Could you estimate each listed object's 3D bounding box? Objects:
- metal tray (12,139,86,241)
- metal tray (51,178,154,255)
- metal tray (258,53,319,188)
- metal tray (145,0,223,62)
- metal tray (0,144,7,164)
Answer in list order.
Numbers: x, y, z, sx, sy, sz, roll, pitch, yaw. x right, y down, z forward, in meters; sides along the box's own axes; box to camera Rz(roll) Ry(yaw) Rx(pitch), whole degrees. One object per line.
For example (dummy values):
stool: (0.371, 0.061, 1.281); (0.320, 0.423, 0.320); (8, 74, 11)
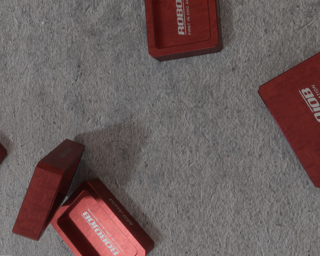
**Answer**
metal tray: (-0.137, 0.072, 0.401); (0.030, 0.130, 0.090); (22, 98, -7)
metal tray: (-0.083, 0.147, 0.435); (0.130, 0.030, 0.090); (46, 104, 14)
metal tray: (0.181, -0.011, 0.342); (0.090, 0.030, 0.130); (-31, 80, 17)
metal tray: (0.028, -0.157, 0.396); (0.090, 0.030, 0.129); (-5, 88, 19)
metal tray: (-0.326, 0.060, 0.521); (0.090, 0.030, 0.130); (43, 103, 14)
